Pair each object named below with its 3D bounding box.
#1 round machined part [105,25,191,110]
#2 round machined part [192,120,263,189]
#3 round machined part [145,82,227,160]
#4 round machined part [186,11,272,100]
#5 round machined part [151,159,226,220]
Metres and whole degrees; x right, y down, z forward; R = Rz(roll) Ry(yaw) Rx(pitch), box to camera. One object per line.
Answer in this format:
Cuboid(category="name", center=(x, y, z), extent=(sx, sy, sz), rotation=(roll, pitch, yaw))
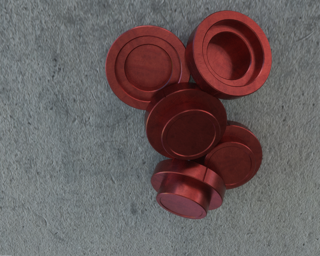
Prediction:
Cuboid(category="round machined part", center=(-0.013, -0.074, 0.375), extent=(0.099, 0.042, 0.097), rotation=(0, 110, -1))
Cuboid(category="round machined part", center=(0.090, 0.042, 0.419), extent=(0.099, 0.042, 0.097), rotation=(0, 110, -1))
Cuboid(category="round machined part", center=(0.032, -0.001, 0.367), extent=(0.099, 0.042, 0.097), rotation=(-5, 121, -7))
Cuboid(category="round machined part", center=(0.075, -0.080, 0.359), extent=(0.099, 0.042, 0.097), rotation=(2, 83, -18))
Cuboid(category="round machined part", center=(0.033, 0.085, 0.407), extent=(0.098, 0.042, 0.097), rotation=(16, 145, 11))
